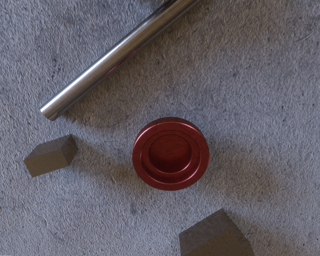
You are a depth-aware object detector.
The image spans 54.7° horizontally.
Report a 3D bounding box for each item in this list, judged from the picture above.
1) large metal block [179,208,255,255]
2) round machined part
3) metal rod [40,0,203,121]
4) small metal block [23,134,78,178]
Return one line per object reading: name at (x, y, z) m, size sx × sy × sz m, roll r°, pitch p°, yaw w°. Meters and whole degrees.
large metal block at (0.086, 0.182, 0.465) m, size 0.080 × 0.050 × 0.080 m, roll -35°, pitch 107°, yaw 12°
round machined part at (0.014, 0.031, 0.412) m, size 0.099 × 0.042 × 0.097 m, roll 0°, pitch 110°, yaw -1°
metal rod at (-0.027, -0.106, 0.370) m, size 0.300 × 0.025 × 0.025 m, roll -36°, pitch 107°, yaw 12°
small metal block at (-0.141, 0.035, 0.408) m, size 0.050 × 0.050 × 0.025 m, roll -18°, pitch 109°, yaw 6°
